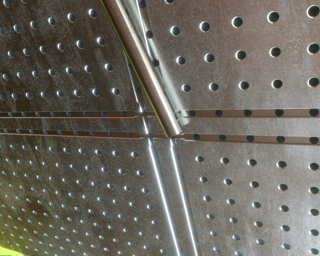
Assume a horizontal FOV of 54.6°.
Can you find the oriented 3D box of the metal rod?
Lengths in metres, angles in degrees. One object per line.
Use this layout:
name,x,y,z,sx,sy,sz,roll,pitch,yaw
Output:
metal rod,-0.044,-0.122,0.359,0.025,0.025,0.299,-14,112,34
